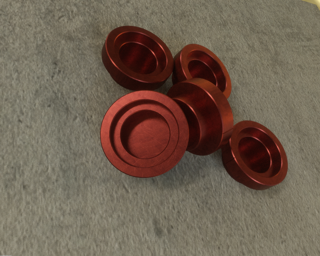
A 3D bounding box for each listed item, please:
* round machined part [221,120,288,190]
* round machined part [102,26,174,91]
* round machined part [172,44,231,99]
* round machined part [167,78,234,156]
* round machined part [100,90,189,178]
[{"bbox_3d":[0.127,0.041,0.439,0.099,0.042,0.098,14,56,-21],"label":"round machined part"},{"bbox_3d":[-0.034,-0.091,0.432,0.099,0.042,0.098,14,56,-21],"label":"round machined part"},{"bbox_3d":[0.057,-0.073,0.463,0.099,0.042,0.098,19,56,-29],"label":"round machined part"},{"bbox_3d":[0.038,-0.010,0.385,0.042,0.097,0.098,-25,75,-37],"label":"round machined part"},{"bbox_3d":[-0.016,0.008,0.361,0.099,0.042,0.097,0,82,3],"label":"round machined part"}]
